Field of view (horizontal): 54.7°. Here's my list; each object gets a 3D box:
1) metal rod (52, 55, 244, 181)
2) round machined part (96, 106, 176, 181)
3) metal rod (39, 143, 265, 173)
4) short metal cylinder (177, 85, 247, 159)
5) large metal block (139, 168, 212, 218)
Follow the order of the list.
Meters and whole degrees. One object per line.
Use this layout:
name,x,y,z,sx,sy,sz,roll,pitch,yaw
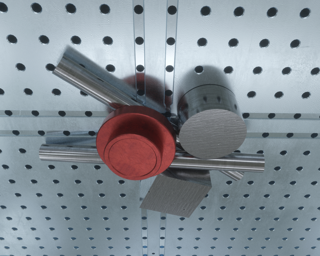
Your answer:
metal rod,0.002,-0.001,0.411,0.301,0.025,0.025,31,123,-24
round machined part,-0.030,0.025,0.377,0.099,0.042,0.097,3,122,4
metal rod,-0.016,0.040,0.421,0.302,0.025,0.025,2,131,7
short metal cylinder,0.063,-0.007,0.389,0.081,0.050,0.079,0,130,0
large metal block,0.021,0.084,0.465,0.081,0.050,0.079,16,128,-13
